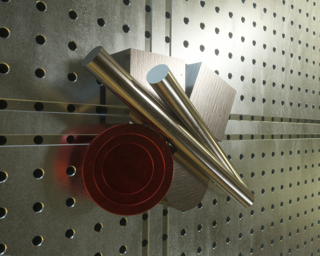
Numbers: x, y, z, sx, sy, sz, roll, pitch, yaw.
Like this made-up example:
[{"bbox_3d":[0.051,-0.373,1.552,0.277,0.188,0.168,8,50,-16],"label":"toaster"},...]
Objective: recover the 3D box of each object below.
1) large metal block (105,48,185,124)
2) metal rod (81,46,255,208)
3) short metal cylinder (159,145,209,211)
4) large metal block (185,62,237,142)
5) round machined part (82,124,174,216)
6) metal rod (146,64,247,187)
[{"bbox_3d":[-0.017,-0.044,0.370,0.081,0.050,0.079,1,90,-40],"label":"large metal block"},{"bbox_3d":[0.031,0.019,0.364,0.300,0.025,0.025,42,65,-33],"label":"metal rod"},{"bbox_3d":[0.019,0.062,0.403,0.081,0.050,0.079,0,90,-40],"label":"short metal cylinder"},{"bbox_3d":[0.054,-0.033,0.432,0.080,0.050,0.080,31,71,-36],"label":"large metal block"},{"bbox_3d":[-0.037,0.045,0.348,0.099,0.042,0.097,1,87,-17],"label":"round machined part"},{"bbox_3d":[0.067,0.026,0.412,0.300,0.025,0.025,49,60,-45],"label":"metal rod"}]
